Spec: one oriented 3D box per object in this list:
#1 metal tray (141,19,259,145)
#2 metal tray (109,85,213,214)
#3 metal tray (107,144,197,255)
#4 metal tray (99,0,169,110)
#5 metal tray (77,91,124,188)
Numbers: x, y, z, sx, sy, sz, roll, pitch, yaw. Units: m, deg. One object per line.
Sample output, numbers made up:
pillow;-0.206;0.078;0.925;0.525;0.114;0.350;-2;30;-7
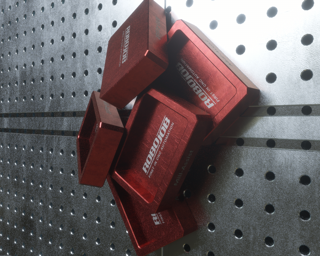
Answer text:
metal tray;0.041;-0.054;0.370;0.090;0.030;0.130;-51;61;27
metal tray;-0.005;0.023;0.369;0.090;0.030;0.129;35;111;34
metal tray;-0.017;0.094;0.418;0.090;0.030;0.130;-40;66;32
metal tray;-0.032;-0.097;0.391;0.090;0.030;0.130;-37;37;33
metal tray;-0.089;0.011;0.437;0.089;0.030;0.130;-67;24;18
